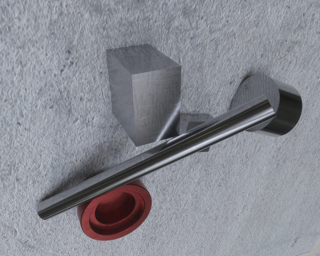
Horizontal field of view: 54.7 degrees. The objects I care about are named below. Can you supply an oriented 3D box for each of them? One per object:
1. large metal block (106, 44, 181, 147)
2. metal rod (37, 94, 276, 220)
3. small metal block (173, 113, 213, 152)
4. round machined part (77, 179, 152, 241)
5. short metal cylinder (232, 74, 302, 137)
[{"bbox_3d":[-0.019,-0.039,0.338,0.050,0.080,0.079,-14,125,-21],"label":"large metal block"},{"bbox_3d":[-0.020,0.042,0.348,0.300,0.025,0.025,-27,133,18],"label":"metal rod"},{"bbox_3d":[0.049,0.007,0.440,0.050,0.025,0.050,-1,119,-29],"label":"small metal block"},{"bbox_3d":[-0.064,0.104,0.426,0.099,0.042,0.097,-14,125,-21],"label":"round machined part"},{"bbox_3d":[0.149,-0.030,0.436,0.050,0.080,0.079,11,113,-33],"label":"short metal cylinder"}]
